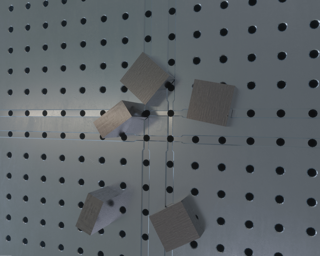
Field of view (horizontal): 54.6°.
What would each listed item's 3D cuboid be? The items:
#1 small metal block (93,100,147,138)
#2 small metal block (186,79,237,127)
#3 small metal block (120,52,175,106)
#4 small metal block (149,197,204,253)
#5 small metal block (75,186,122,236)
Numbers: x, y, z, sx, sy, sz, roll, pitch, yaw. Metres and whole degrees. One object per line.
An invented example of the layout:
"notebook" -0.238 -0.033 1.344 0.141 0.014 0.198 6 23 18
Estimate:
"small metal block" -0.052 -0.011 0.418 0.050 0.050 0.025 -35 79 16
"small metal block" 0.065 -0.031 0.390 0.050 0.025 0.050 13 94 19
"small metal block" -0.017 -0.065 0.419 0.050 0.025 0.050 44 104 14
"small metal block" 0.022 0.126 0.405 0.050 0.025 0.050 -30 80 17
"small metal block" -0.084 0.113 0.430 0.025 0.050 0.050 25 98 18
